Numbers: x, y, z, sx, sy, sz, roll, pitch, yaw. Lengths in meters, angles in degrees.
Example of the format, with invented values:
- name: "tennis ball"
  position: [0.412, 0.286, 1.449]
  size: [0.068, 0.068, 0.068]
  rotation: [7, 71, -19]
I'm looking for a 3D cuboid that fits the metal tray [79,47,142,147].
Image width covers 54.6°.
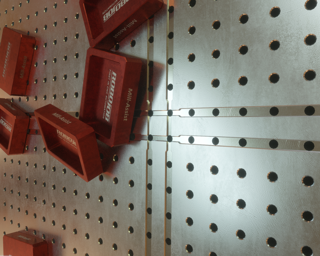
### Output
- name: "metal tray"
  position: [-0.078, -0.047, 0.463]
  size: [0.090, 0.030, 0.129]
  rotation: [24, 111, 37]

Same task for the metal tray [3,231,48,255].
- name: "metal tray"
  position: [-0.279, 0.271, 0.639]
  size: [0.130, 0.030, 0.090]
  rotation: [-5, 87, 40]

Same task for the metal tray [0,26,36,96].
- name: "metal tray"
  position: [-0.315, -0.143, 0.669]
  size: [0.090, 0.030, 0.129]
  rotation: [28, 108, 36]

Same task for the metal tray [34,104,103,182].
- name: "metal tray"
  position: [-0.150, 0.022, 0.507]
  size: [0.130, 0.030, 0.089]
  rotation: [25, 133, 37]

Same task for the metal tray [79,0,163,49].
- name: "metal tray"
  position: [-0.063, -0.185, 0.459]
  size: [0.130, 0.030, 0.090]
  rotation: [-26, 74, 37]

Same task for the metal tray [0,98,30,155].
- name: "metal tray"
  position: [-0.342, -0.006, 0.691]
  size: [0.130, 0.030, 0.089]
  rotation: [27, 107, 36]
